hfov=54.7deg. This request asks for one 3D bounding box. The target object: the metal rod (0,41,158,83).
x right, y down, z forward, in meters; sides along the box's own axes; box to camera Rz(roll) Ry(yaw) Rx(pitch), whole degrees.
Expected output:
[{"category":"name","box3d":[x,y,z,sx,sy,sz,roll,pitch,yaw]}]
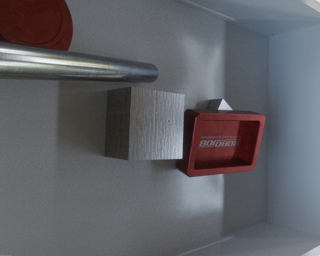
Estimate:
[{"category":"metal rod","box3d":[-0.076,-0.053,0.264,0.301,0.025,0.025,-16,102,-64]}]

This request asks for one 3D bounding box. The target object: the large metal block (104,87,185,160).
[{"category":"large metal block","box3d":[-0.018,-0.003,0.377,0.081,0.050,0.080,3,88,-40]}]

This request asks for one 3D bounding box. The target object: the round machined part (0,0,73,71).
[{"category":"round machined part","box3d":[-0.127,-0.103,0.289,0.099,0.042,0.097,0,90,-40]}]

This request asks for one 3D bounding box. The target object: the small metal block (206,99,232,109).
[{"category":"small metal block","box3d":[0.093,-0.011,0.488,0.050,0.025,0.050,42,65,-32]}]

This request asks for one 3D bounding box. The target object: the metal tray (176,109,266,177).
[{"category":"metal tray","box3d":[0.091,0.020,0.454,0.131,0.030,0.089,0,105,-30]}]
